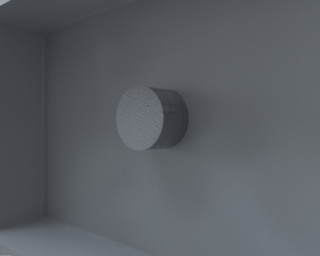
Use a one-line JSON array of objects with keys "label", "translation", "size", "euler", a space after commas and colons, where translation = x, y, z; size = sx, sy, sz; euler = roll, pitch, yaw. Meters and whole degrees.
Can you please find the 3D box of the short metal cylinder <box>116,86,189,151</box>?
[{"label": "short metal cylinder", "translation": [-0.011, -0.012, 0.400], "size": [0.080, 0.050, 0.080], "euler": [0, 90, 40]}]
